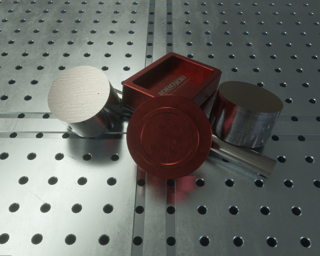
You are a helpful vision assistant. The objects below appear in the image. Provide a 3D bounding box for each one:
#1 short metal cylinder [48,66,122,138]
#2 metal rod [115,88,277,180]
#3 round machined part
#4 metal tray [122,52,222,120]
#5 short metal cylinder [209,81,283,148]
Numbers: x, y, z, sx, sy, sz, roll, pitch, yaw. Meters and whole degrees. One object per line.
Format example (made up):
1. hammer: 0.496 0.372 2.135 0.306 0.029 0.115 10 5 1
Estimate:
1. short metal cylinder: -0.096 -0.033 0.403 0.080 0.050 0.080 -4 66 9
2. metal rod: 0.005 -0.010 0.416 0.301 0.025 0.025 25 55 20
3. round machined part: 0.010 0.010 0.353 0.099 0.042 0.097 0 92 5
4. metal tray: 0.020 -0.060 0.436 0.090 0.030 0.131 26 41 20
5. short metal cylinder: 0.106 -0.019 0.392 0.081 0.050 0.080 9 33 -6
